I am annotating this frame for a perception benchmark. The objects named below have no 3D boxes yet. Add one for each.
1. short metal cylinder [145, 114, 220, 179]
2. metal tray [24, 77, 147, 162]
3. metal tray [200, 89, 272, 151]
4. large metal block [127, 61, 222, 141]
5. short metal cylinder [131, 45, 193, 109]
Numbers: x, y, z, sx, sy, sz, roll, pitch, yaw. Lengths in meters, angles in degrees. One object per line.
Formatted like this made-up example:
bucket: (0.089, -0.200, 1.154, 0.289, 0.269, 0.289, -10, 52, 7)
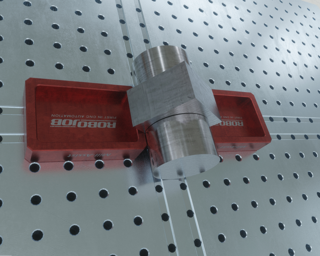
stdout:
short metal cylinder: (0.026, 0.024, 0.371, 0.081, 0.080, 0.050, 2, 61, -28)
metal tray: (-0.087, -0.009, 0.363, 0.131, 0.030, 0.090, 1, 61, -28)
metal tray: (0.096, -0.012, 0.464, 0.131, 0.030, 0.090, 1, 61, -28)
large metal block: (0.019, -0.026, 0.380, 0.080, 0.080, 0.050, 30, 41, -54)
short metal cylinder: (0.005, -0.064, 0.414, 0.081, 0.080, 0.050, 1, 61, -28)
